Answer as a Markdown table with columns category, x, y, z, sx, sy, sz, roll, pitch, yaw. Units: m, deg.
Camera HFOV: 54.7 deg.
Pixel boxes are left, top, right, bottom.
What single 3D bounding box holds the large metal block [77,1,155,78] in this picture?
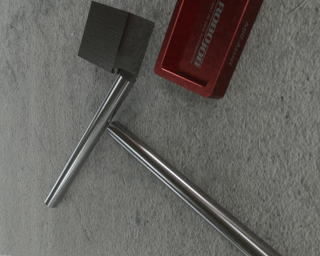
| category | x | y | z | sx | sy | sz | roll | pitch | yaw |
| --- | --- | --- | --- | --- | --- | --- | --- | --- | --- |
| large metal block | -0.064 | -0.125 | 0.439 | 0.080 | 0.050 | 0.079 | 31 | 109 | 35 |

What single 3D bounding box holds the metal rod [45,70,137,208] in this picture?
| category | x | y | z | sx | sy | sz | roll | pitch | yaw |
| --- | --- | --- | --- | --- | --- | --- | --- | --- | --- |
| metal rod | -0.120 | 0.033 | 0.487 | 0.025 | 0.025 | 0.298 | 54 | 125 | 26 |

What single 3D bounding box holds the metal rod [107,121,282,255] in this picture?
| category | x | y | z | sx | sy | sz | roll | pitch | yaw |
| --- | --- | --- | --- | --- | --- | --- | --- | --- | --- |
| metal rod | 0.032 | 0.076 | 0.376 | 0.300 | 0.025 | 0.025 | 37 | 113 | 33 |

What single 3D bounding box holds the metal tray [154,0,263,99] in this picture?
| category | x | y | z | sx | sy | sz | roll | pitch | yaw |
| --- | --- | --- | --- | --- | --- | --- | --- | --- | --- |
| metal tray | 0.053 | -0.109 | 0.356 | 0.090 | 0.030 | 0.129 | 31 | 109 | 35 |
